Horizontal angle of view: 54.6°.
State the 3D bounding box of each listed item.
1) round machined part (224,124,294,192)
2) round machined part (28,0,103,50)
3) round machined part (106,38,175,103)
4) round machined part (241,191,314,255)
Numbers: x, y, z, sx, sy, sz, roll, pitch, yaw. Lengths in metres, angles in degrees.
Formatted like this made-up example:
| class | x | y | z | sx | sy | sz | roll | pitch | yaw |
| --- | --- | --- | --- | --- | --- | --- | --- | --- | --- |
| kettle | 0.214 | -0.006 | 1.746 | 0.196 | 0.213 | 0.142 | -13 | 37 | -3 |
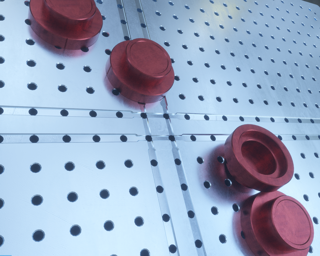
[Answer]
| class | x | y | z | sx | sy | sz | roll | pitch | yaw |
| --- | --- | --- | --- | --- | --- | --- | --- | --- | --- |
| round machined part | 0.133 | 0.046 | 0.435 | 0.099 | 0.042 | 0.098 | 14 | 49 | -16 |
| round machined part | -0.126 | -0.160 | 0.426 | 0.099 | 0.042 | 0.098 | 13 | 56 | -21 |
| round machined part | -0.023 | -0.087 | 0.438 | 0.099 | 0.042 | 0.098 | 13 | 56 | -21 |
| round machined part | 0.159 | 0.127 | 0.405 | 0.099 | 0.042 | 0.098 | 13 | 56 | -21 |
